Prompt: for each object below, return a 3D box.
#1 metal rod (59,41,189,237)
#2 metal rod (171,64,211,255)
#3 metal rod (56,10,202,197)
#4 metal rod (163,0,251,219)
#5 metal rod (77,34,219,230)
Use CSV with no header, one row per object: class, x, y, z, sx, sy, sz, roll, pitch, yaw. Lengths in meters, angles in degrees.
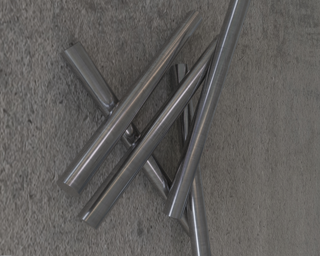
metal rod,-0.022,0.031,0.385,0.025,0.025,0.299,-47,118,-30
metal rod,0.043,0.063,0.415,0.025,0.025,0.298,-3,84,-40
metal rod,-0.017,-0.051,0.363,0.025,0.025,0.301,52,52,-28
metal rod,0.061,-0.033,0.394,0.025,0.025,0.299,19,88,-39
metal rod,0.008,-0.014,0.375,0.025,0.025,0.301,51,61,-28
